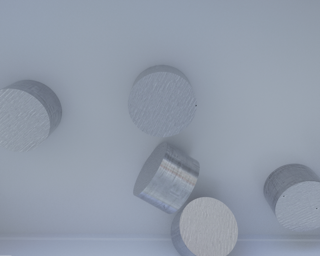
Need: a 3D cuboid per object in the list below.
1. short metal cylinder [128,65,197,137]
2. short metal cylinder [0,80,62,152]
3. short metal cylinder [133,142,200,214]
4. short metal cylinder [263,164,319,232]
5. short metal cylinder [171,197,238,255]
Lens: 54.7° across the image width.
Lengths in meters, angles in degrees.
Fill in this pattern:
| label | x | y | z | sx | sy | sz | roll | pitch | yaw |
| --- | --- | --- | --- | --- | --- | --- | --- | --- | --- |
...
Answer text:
| label | x | y | z | sx | sy | sz | roll | pitch | yaw |
| --- | --- | --- | --- | --- | --- | --- | --- | --- | --- |
| short metal cylinder | 0.003 | -0.035 | 0.385 | 0.081 | 0.050 | 0.079 | 0 | 110 | -1 |
| short metal cylinder | -0.171 | -0.016 | 0.390 | 0.081 | 0.050 | 0.079 | 0 | 110 | -1 |
| short metal cylinder | 0.008 | 0.065 | 0.406 | 0.050 | 0.080 | 0.080 | 32 | 107 | -11 |
| short metal cylinder | 0.194 | 0.097 | 0.437 | 0.081 | 0.050 | 0.079 | 0 | 110 | -1 |
| short metal cylinder | 0.060 | 0.141 | 0.428 | 0.081 | 0.080 | 0.050 | 14 | 150 | -6 |
